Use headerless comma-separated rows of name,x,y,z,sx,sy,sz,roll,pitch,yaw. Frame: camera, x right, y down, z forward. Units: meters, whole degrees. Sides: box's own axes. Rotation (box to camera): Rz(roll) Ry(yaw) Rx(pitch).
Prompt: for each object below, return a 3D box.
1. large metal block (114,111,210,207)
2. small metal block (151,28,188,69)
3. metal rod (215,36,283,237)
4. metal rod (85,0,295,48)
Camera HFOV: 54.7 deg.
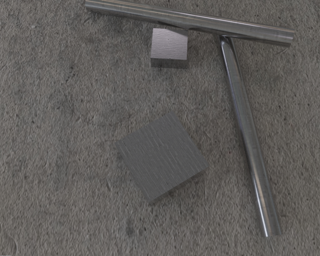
large metal block,0.002,0.039,0.381,0.080,0.050,0.080,-29,73,-10
small metal block,0.014,-0.115,0.450,0.050,0.025,0.050,4,70,1
metal rod,0.112,-0.013,0.413,0.025,0.025,0.299,-7,70,-3
metal rod,0.034,-0.156,0.446,0.301,0.025,0.025,14,71,12
